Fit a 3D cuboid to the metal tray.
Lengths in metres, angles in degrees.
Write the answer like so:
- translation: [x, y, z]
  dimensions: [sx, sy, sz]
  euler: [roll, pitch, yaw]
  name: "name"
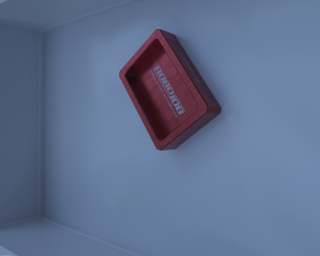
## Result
- translation: [0.007, -0.048, 0.395]
  dimensions: [0.090, 0.030, 0.130]
  euler: [-42, 65, 31]
  name: "metal tray"
